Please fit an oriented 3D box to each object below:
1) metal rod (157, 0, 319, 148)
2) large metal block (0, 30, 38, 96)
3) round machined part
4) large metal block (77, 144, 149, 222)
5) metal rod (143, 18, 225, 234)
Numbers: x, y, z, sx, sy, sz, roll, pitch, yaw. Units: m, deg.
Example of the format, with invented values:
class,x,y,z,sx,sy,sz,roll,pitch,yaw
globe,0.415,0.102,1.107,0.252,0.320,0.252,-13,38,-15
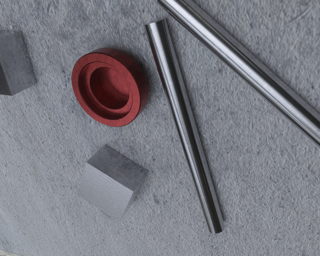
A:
class,x,y,z,sx,sy,sz,roll,pitch,yaw
metal rod,0.118,-0.039,0.320,0.300,0.025,0.025,41,129,-1
large metal block,-0.239,-0.097,0.454,0.080,0.050,0.079,8,122,23
round machined part,-0.058,-0.054,0.392,0.098,0.042,0.097,13,124,20
large metal block,-0.074,0.085,0.481,0.080,0.050,0.079,31,128,8
metal rod,0.038,0.015,0.394,0.025,0.025,0.298,-5,116,30
